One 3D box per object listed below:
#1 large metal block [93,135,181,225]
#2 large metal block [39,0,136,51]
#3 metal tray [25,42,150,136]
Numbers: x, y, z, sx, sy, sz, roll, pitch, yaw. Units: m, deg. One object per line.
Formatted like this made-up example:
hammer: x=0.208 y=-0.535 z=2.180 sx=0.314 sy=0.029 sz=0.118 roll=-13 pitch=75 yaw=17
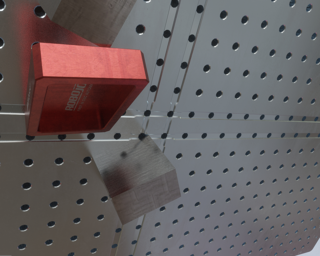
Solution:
large metal block: x=-0.030 y=0.063 z=0.398 sx=0.081 sy=0.080 sz=0.050 roll=-23 pitch=127 yaw=-15
large metal block: x=-0.058 y=-0.124 z=0.267 sx=0.050 sy=0.080 sz=0.080 roll=23 pitch=106 yaw=-36
metal tray: x=-0.077 y=-0.029 z=0.297 sx=0.091 sy=0.030 sz=0.129 roll=-3 pitch=161 yaw=-27
